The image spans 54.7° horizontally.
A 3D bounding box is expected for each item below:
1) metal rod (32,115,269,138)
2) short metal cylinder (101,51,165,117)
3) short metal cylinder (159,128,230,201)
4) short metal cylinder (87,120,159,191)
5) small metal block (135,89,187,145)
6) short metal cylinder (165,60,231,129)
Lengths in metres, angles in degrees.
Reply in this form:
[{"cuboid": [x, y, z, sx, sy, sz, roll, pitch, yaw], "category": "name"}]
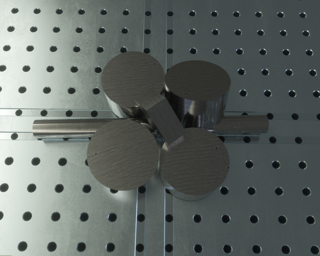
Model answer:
[{"cuboid": [-0.011, -0.002, 0.408, 0.302, 0.025, 0.025, -1, 70, -1], "category": "metal rod"}, {"cuboid": [-0.034, -0.054, 0.414, 0.081, 0.050, 0.080, 0, 70, 0], "category": "short metal cylinder"}, {"cuboid": [0.040, 0.045, 0.378, 0.081, 0.050, 0.080, 0, 70, 0], "category": "short metal cylinder"}, {"cuboid": [-0.041, 0.030, 0.370, 0.081, 0.050, 0.079, 0, 90, -1], "category": "short metal cylinder"}, {"cuboid": [0.000, -0.014, 0.362, 0.025, 0.050, 0.050, -35, 116, -6], "category": "small metal block"}, {"cuboid": [0.046, -0.043, 0.396, 0.081, 0.050, 0.080, 0, 47, 0], "category": "short metal cylinder"}]
